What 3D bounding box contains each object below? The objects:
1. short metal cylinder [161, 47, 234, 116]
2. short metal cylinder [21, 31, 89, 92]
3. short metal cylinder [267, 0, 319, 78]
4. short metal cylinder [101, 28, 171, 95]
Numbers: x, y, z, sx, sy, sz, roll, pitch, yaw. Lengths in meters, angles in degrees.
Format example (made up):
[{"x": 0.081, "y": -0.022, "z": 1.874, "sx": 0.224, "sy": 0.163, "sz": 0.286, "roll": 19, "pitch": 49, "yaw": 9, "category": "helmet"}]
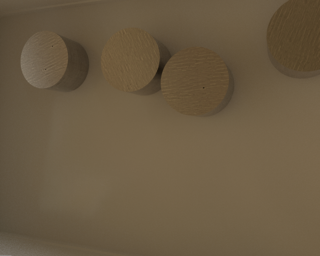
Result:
[{"x": 0.047, "y": -0.054, "z": 0.380, "sx": 0.080, "sy": 0.050, "sz": 0.080, "roll": 0, "pitch": 90, "yaw": 20, "category": "short metal cylinder"}, {"x": -0.152, "y": -0.095, "z": 0.451, "sx": 0.080, "sy": 0.050, "sz": 0.080, "roll": 0, "pitch": 90, "yaw": 20, "category": "short metal cylinder"}, {"x": 0.160, "y": -0.098, "z": 0.341, "sx": 0.080, "sy": 0.050, "sz": 0.080, "roll": 0, "pitch": 90, "yaw": 20, "category": "short metal cylinder"}, {"x": -0.029, "y": -0.085, "z": 0.408, "sx": 0.080, "sy": 0.050, "sz": 0.080, "roll": 0, "pitch": 90, "yaw": 20, "category": "short metal cylinder"}]
